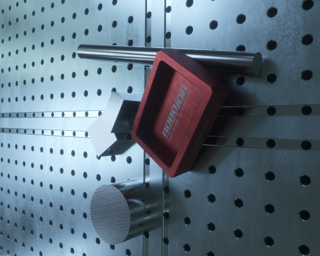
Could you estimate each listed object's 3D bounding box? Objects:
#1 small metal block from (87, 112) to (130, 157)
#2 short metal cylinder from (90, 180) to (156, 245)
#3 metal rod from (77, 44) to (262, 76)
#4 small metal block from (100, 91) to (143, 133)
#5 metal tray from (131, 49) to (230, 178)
[{"bbox_3d":[-0.080,0.009,0.473,0.050,0.025,0.050,-40,66,32],"label":"small metal block"},{"bbox_3d":[-0.052,0.115,0.434,0.080,0.050,0.079,0,90,39],"label":"short metal cylinder"},{"bbox_3d":[-0.012,-0.096,0.417,0.300,0.025,0.025,15,99,38],"label":"metal rod"},{"bbox_3d":[-0.049,-0.021,0.431,0.025,0.050,0.050,37,113,33],"label":"small metal block"},{"bbox_3d":[0.017,-0.017,0.371,0.090,0.030,0.129,43,129,31],"label":"metal tray"}]
